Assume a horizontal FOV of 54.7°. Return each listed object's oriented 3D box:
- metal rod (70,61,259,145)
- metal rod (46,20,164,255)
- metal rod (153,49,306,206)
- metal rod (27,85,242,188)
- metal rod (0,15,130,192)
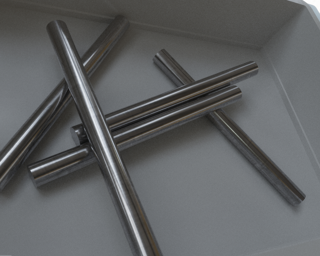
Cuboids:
[{"bbox_3d":[0.026,-0.042,0.422,0.302,0.025,0.025,-23,75,-29],"label":"metal rod"},{"bbox_3d":[-0.067,-0.001,0.330,0.025,0.025,0.299,-11,63,-33],"label":"metal rod"},{"bbox_3d":[0.100,-0.003,0.463,0.300,0.025,0.025,47,51,4],"label":"metal rod"},{"bbox_3d":[-0.008,-0.001,0.385,0.302,0.025,0.025,-23,74,-31],"label":"metal rod"},{"bbox_3d":[-0.108,-0.054,0.381,0.025,0.025,0.301,32,51,-8],"label":"metal rod"}]
